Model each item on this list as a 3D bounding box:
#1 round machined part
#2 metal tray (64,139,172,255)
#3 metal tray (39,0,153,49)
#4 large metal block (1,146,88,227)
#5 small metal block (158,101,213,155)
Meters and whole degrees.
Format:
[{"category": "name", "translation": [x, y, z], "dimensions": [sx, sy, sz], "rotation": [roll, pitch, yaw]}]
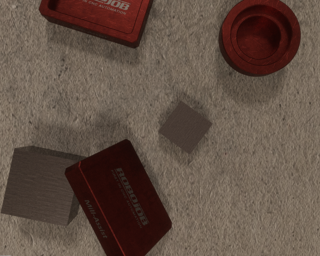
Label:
[{"category": "round machined part", "translation": [0.125, -0.115, 0.403], "dimensions": [0.099, 0.042, 0.097], "rotation": [0, 90, -1]}, {"category": "metal tray", "translation": [-0.046, 0.088, 0.377], "dimensions": [0.030, 0.091, 0.130], "rotation": [-27, 90, 37]}, {"category": "metal tray", "translation": [-0.079, -0.168, 0.406], "dimensions": [0.131, 0.030, 0.090], "rotation": [17, 90, -1]}, {"category": "large metal block", "translation": [-0.143, 0.071, 0.396], "dimensions": [0.080, 0.050, 0.080], "rotation": [12, 90, -1]}, {"category": "small metal block", "translation": [0.033, 0.000, 0.410], "dimensions": [0.050, 0.025, 0.050], "rotation": [36, 90, -1]}]
